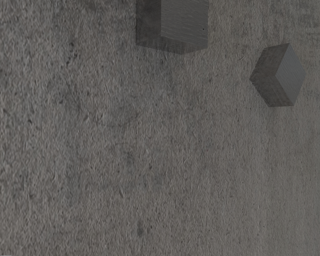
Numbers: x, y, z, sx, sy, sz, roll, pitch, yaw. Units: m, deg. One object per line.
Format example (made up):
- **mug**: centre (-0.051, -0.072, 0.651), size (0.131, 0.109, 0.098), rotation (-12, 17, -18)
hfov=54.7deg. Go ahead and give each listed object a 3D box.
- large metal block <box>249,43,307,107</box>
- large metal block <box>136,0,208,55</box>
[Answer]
- **large metal block**: centre (0.219, -0.096, 0.572), size (0.080, 0.050, 0.080), rotation (45, 63, -31)
- **large metal block**: centre (0.016, -0.145, 0.401), size (0.081, 0.050, 0.080), rotation (0, 90, -40)
